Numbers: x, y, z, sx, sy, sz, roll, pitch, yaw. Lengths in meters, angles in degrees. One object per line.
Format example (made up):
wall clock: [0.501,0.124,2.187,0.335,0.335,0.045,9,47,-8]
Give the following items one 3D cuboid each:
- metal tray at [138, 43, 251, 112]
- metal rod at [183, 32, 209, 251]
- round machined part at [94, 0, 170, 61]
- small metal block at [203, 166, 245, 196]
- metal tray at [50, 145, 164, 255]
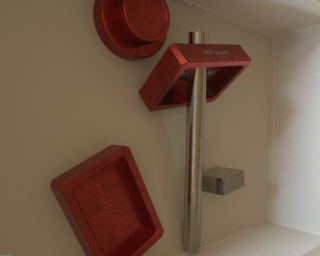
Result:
metal tray: [0.047,-0.067,0.404,0.131,0.089,0.030,-12,63,-40]
metal rod: [0.047,0.025,0.420,0.025,0.025,0.298,-9,104,-40]
round machined part: [-0.026,-0.134,0.375,0.099,0.042,0.097,-1,91,-40]
small metal block: [0.092,0.079,0.470,0.050,0.050,0.025,-12,98,-40]
metal tray: [-0.055,0.096,0.358,0.091,0.030,0.129,-33,110,-35]
